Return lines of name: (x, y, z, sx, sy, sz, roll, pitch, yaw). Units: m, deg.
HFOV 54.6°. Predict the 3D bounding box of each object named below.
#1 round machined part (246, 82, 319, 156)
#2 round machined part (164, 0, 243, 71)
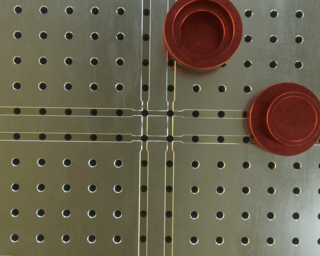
round machined part: (0.167, -0.012, 0.406, 0.099, 0.042, 0.097, 0, 90, 0)
round machined part: (0.054, -0.122, 0.405, 0.099, 0.042, 0.097, 0, 90, 0)
